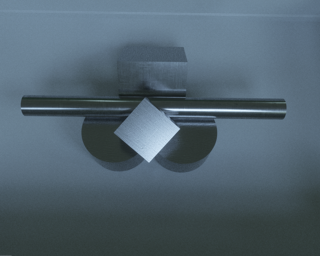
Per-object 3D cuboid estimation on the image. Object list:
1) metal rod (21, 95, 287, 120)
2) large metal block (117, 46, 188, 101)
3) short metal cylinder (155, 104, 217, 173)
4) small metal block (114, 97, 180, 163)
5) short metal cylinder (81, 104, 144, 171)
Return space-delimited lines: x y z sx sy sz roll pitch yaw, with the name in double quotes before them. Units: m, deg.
"metal rod" -0.007 -0.024 0.364 0.302 0.025 0.025 1 70 0
"large metal block" -0.009 -0.071 0.399 0.081 0.050 0.080 1 27 0
"short metal cylinder" 0.028 0.012 0.391 0.081 0.050 0.080 0 70 0
"small metal block" -0.014 0.001 0.343 0.050 0.025 0.050 41 96 -6
"short metal cylinder" -0.053 0.010 0.391 0.081 0.050 0.080 0 70 0
